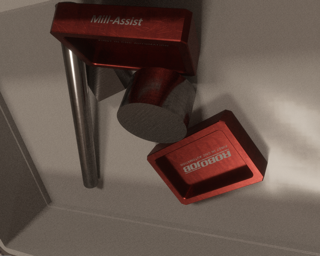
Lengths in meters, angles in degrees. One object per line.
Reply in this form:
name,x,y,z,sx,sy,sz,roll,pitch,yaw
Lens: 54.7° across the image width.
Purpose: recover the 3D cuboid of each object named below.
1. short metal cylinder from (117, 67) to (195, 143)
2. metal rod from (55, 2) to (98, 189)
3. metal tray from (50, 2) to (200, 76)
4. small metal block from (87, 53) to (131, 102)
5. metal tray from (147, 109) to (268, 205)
short metal cylinder,-0.003,-0.024,0.358,0.080,0.050,0.080,12,150,7
metal rod,-0.108,-0.019,0.428,0.025,0.025,0.298,20,133,16
metal tray,-0.029,-0.087,0.316,0.131,0.090,0.030,8,82,13
small metal block,-0.069,-0.068,0.401,0.050,0.025,0.050,-19,109,35
metal tray,0.057,0.043,0.400,0.130,0.030,0.090,-29,103,37
